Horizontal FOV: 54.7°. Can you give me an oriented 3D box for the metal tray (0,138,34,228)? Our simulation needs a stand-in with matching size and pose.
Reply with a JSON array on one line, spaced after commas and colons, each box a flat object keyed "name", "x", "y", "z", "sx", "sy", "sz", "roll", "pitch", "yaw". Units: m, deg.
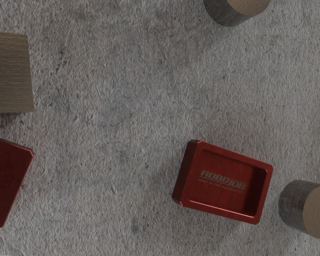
[{"name": "metal tray", "x": -0.215, "y": 0.044, "z": 0.327, "sx": 0.131, "sy": 0.030, "sz": 0.090, "roll": 23, "pitch": 83, "yaw": -19}]

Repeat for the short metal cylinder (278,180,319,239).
[{"name": "short metal cylinder", "x": 0.235, "y": 0.124, "z": 0.482, "sx": 0.081, "sy": 0.050, "sz": 0.079, "roll": 0, "pitch": 90, "yaw": -20}]

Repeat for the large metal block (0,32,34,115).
[{"name": "large metal block", "x": -0.181, "y": -0.053, "z": 0.317, "sx": 0.081, "sy": 0.050, "sz": 0.079, "roll": -6, "pitch": 92, "yaw": -38}]

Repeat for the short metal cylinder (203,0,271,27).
[{"name": "short metal cylinder", "x": 0.108, "y": -0.190, "z": 0.435, "sx": 0.081, "sy": 0.050, "sz": 0.079, "roll": 0, "pitch": 90, "yaw": -20}]

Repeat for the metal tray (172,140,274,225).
[{"name": "metal tray", "x": 0.091, "y": 0.077, "z": 0.439, "sx": 0.131, "sy": 0.030, "sz": 0.090, "roll": 19, "pitch": 84, "yaw": -19}]
